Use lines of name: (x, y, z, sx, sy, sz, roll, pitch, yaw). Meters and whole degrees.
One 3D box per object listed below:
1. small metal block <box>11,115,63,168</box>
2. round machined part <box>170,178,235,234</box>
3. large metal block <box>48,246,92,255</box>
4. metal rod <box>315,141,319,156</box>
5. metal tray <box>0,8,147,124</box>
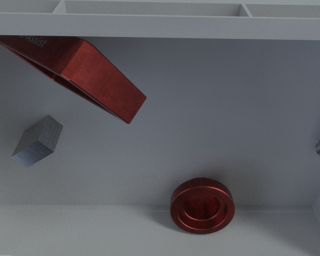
small metal block: (-0.159, 0.017, 0.405, 0.050, 0.050, 0.025, -28, 125, 22)
round machined part: (0.066, 0.118, 0.491, 0.099, 0.042, 0.097, 1, 118, 2)
large metal block: (-0.183, 0.286, 0.616, 0.081, 0.080, 0.050, -1, 130, 0)
metal rod: (0.255, -0.019, 0.303, 0.025, 0.025, 0.299, 7, 160, -6)
metal tray: (-0.084, -0.056, 0.282, 0.030, 0.130, 0.090, -58, 146, -6)
